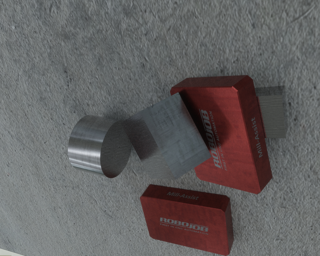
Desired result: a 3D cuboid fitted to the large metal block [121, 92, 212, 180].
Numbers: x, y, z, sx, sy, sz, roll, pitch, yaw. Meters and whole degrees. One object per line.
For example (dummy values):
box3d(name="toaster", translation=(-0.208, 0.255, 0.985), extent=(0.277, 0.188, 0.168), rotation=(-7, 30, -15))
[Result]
box3d(name="large metal block", translation=(0.004, 0.013, 0.366), extent=(0.080, 0.050, 0.080), rotation=(62, 158, -3))

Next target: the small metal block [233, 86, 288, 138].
box3d(name="small metal block", translation=(0.110, -0.017, 0.339), extent=(0.050, 0.025, 0.050), rotation=(-1, 118, 28))

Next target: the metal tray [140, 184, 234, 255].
box3d(name="metal tray", translation=(0.040, 0.137, 0.467), extent=(0.130, 0.030, 0.089), rotation=(3, 120, 26))

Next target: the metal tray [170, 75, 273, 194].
box3d(name="metal tray", translation=(0.070, 0.007, 0.354), extent=(0.090, 0.030, 0.129), rotation=(6, 123, 46))

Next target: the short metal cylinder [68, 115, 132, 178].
box3d(name="short metal cylinder", translation=(-0.080, 0.025, 0.429), extent=(0.050, 0.080, 0.079), rotation=(10, 123, 23))
